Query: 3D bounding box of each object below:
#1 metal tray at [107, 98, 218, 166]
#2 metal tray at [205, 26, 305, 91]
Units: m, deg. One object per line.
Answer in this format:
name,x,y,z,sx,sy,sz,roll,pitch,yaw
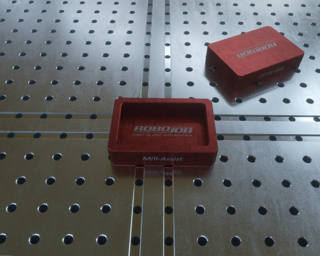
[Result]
metal tray,0.004,0.003,0.401,0.131,0.030,0.090,1,50,0
metal tray,0.153,-0.117,0.505,0.131,0.030,0.090,-21,53,-18
